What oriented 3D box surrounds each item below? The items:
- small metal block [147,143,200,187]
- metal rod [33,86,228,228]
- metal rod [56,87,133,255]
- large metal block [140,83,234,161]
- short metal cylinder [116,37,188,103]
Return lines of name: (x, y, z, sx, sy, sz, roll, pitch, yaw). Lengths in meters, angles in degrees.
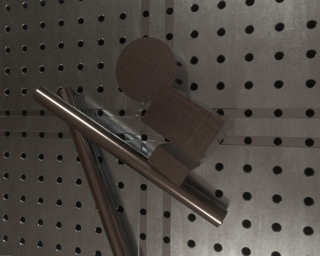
small metal block: (0.019, 0.045, 0.392, 0.050, 0.050, 0.025, 37, 102, 16)
metal rod: (-0.046, 0.033, 0.412, 0.301, 0.025, 0.025, 33, 101, 10)
metal rod: (-0.087, 0.083, 0.442, 0.025, 0.025, 0.299, -24, 82, 18)
large metal block: (0.036, -0.008, 0.370, 0.080, 0.080, 0.050, 34, 101, 16)
short metal cylinder: (-0.010, -0.071, 0.402, 0.080, 0.050, 0.079, 0, 90, 19)
